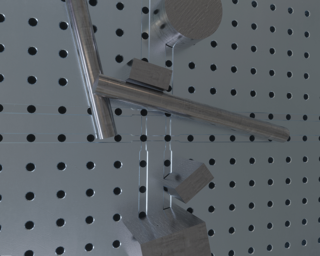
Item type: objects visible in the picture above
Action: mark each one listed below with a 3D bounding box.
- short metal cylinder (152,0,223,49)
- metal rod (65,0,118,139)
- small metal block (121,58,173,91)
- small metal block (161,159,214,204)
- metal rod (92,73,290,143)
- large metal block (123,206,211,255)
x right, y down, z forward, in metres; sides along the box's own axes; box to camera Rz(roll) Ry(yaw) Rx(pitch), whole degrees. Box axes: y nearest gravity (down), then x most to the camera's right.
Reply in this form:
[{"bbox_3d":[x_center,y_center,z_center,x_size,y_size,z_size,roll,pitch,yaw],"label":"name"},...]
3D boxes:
[{"bbox_3d":[0.035,-0.152,0.412,0.081,0.050,0.079,0,90,-20],"label":"short metal cylinder"},{"bbox_3d":[-0.097,-0.134,0.376,0.025,0.025,0.298,-14,95,-20],"label":"metal rod"},{"bbox_3d":[-0.019,-0.064,0.392,0.050,0.050,0.025,15,85,-20],"label":"small metal block"},{"bbox_3d":[0.035,0.069,0.413,0.050,0.050,0.025,-39,103,-16],"label":"small metal block"},{"bbox_3d":[0.059,-0.020,0.420,0.302,0.025,0.025,13,86,-25],"label":"metal rod"},{"bbox_3d":[0.007,0.142,0.386,0.081,0.080,0.050,-12,95,-20],"label":"large metal block"}]
